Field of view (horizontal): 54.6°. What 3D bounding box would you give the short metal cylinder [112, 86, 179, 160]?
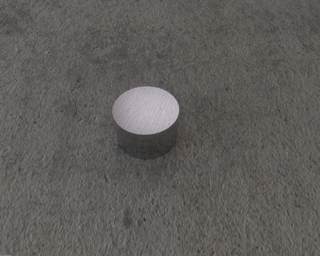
[{"bbox_3d":[-0.017,-0.007,0.393,0.080,0.050,0.080,0,50,0],"label":"short metal cylinder"}]
